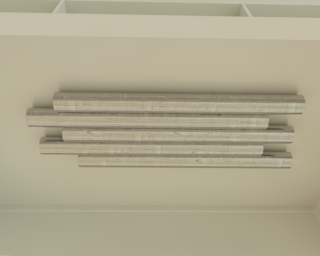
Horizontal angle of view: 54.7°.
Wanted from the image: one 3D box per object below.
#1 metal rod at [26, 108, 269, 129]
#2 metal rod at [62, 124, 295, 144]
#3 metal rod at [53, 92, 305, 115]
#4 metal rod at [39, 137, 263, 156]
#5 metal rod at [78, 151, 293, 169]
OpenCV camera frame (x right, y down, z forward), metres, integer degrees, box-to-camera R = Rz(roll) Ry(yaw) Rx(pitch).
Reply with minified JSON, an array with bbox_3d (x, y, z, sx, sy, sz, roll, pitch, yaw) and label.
[{"bbox_3d":[-0.014,-0.012,0.397,0.302,0.025,0.025,1,130,-1],"label":"metal rod"},{"bbox_3d":[0.025,0.007,0.414,0.302,0.025,0.025,1,130,-1],"label":"metal rod"},{"bbox_3d":[0.024,-0.030,0.382,0.302,0.025,0.025,1,130,-1],"label":"metal rod"},{"bbox_3d":[-0.011,0.026,0.429,0.302,0.025,0.025,1,130,-1],"label":"metal rod"},{"bbox_3d":[0.036,0.045,0.446,0.302,0.025,0.025,1,130,-1],"label":"metal rod"}]
